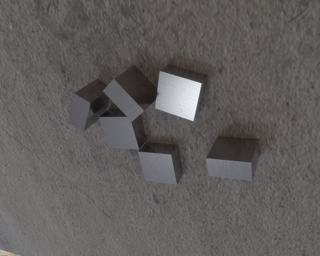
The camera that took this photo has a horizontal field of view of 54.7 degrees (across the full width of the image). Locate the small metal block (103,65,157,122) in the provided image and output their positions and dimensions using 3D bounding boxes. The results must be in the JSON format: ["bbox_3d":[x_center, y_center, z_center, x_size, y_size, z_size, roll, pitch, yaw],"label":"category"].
[{"bbox_3d":[-0.032,-0.044,0.379,0.050,0.050,0.025,47,129,-5],"label":"small metal block"}]

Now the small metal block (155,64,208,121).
[{"bbox_3d":[0.025,-0.042,0.367,0.050,0.025,0.050,19,126,16],"label":"small metal block"}]

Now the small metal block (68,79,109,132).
[{"bbox_3d":[-0.094,-0.031,0.419,0.025,0.050,0.050,31,128,8],"label":"small metal block"}]

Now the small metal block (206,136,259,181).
[{"bbox_3d":[0.087,0.034,0.365,0.050,0.050,0.025,3,120,26],"label":"small metal block"}]

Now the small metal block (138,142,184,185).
[{"bbox_3d":[0.002,0.049,0.435,0.050,0.025,0.050,3,120,26],"label":"small metal block"}]

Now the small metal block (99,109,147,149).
[{"bbox_3d":[-0.051,0.001,0.433,0.050,0.025,0.050,1,119,27],"label":"small metal block"}]
